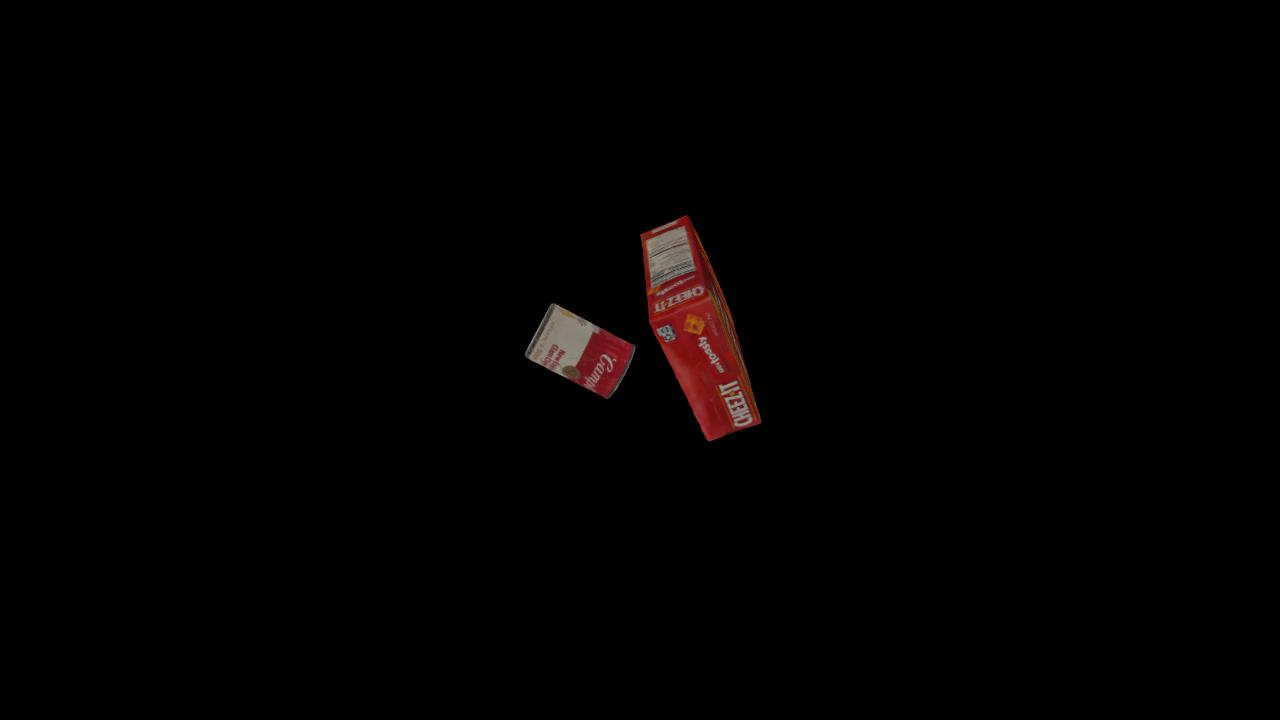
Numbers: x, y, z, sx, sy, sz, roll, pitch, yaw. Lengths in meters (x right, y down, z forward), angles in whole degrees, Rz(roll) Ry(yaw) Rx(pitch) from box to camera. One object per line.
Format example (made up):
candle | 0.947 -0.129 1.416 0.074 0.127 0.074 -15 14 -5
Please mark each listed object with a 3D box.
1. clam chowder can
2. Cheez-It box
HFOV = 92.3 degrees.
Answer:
clam chowder can | -0.065 -0.010 0.667 0.102 0.068 0.068 28 -5 -10
Cheez-It box | 0.065 -0.044 0.693 0.071 0.166 0.223 -21 31 12
